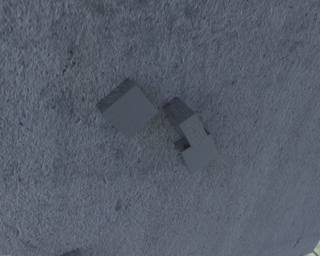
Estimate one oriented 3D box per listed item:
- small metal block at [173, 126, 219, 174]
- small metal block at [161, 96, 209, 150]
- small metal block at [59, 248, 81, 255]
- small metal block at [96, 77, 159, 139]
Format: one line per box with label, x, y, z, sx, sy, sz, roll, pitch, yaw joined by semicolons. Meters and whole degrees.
small metal block;0.054;0.032;0.456;0.050;0.025;0.050;-32;129;-7
small metal block;0.033;-0.006;0.405;0.025;0.050;0.050;-36;129;-4
small metal block;-0.140;0.215;0.464;0.050;0.025;0.050;-17;125;-19
small metal block;-0.038;-0.024;0.371;0.050;0.025;0.050;-41;130;0
